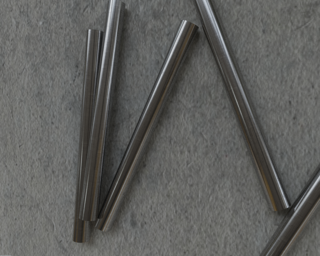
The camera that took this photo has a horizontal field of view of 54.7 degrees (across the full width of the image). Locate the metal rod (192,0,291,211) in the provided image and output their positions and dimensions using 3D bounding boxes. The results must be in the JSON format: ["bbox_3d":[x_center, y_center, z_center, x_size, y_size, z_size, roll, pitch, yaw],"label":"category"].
[{"bbox_3d":[0.092,-0.048,0.376,0.025,0.025,0.299,-21,83,18],"label":"metal rod"}]

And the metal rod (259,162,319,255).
[{"bbox_3d":[0.178,0.066,0.346,0.025,0.025,0.299,31,100,17],"label":"metal rod"}]

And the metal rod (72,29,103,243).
[{"bbox_3d":[-0.103,0.012,0.443,0.025,0.025,0.298,5,92,19],"label":"metal rod"}]

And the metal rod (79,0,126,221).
[{"bbox_3d":[-0.079,-0.025,0.426,0.025,0.025,0.298,7,89,19],"label":"metal rod"}]

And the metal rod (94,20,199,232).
[{"bbox_3d":[-0.021,0.003,0.415,0.025,0.025,0.298,26,98,18],"label":"metal rod"}]
